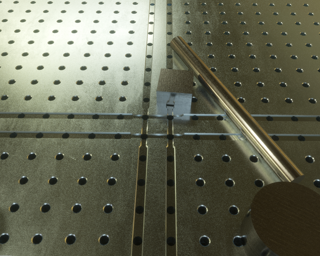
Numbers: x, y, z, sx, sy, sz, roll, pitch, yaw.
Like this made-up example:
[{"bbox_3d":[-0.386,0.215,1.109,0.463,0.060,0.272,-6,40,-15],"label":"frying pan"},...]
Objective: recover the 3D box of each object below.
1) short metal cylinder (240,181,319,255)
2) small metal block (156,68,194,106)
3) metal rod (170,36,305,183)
[{"bbox_3d":[0.125,0.101,0.307,0.081,0.050,0.080,0,50,0],"label":"short metal cylinder"},{"bbox_3d":[0.023,-0.061,0.459,0.050,0.025,0.050,6,50,4],"label":"small metal block"},{"bbox_3d":[0.092,-0.042,0.443,0.025,0.025,0.300,-20,53,-16],"label":"metal rod"}]
